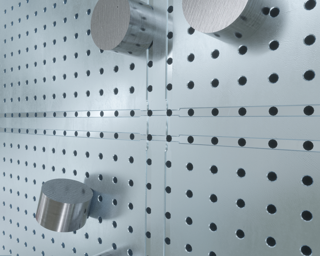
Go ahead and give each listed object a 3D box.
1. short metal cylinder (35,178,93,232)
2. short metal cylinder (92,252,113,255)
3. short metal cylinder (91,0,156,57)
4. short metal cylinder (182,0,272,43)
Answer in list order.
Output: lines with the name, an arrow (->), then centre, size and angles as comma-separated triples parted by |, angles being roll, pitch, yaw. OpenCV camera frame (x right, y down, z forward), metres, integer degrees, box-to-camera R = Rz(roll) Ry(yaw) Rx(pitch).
short metal cylinder -> -0.154, 0.123, 0.501 | 0.080, 0.081, 0.050 | 27, 107, 37
short metal cylinder -> -0.099, 0.239, 0.475 | 0.080, 0.050, 0.079 | 0, 90, 40
short metal cylinder -> -0.052, -0.145, 0.436 | 0.080, 0.050, 0.079 | 0, 90, 40
short metal cylinder -> 0.071, -0.137, 0.334 | 0.080, 0.050, 0.079 | 0, 90, 40
